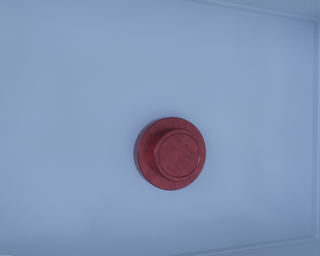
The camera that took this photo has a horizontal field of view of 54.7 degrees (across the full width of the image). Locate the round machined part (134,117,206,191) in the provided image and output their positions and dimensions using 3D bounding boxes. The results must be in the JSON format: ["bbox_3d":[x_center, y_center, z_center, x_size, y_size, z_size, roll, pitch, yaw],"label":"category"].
[{"bbox_3d":[0.018,0.034,0.409,0.099,0.042,0.097,0,90,-21],"label":"round machined part"}]
